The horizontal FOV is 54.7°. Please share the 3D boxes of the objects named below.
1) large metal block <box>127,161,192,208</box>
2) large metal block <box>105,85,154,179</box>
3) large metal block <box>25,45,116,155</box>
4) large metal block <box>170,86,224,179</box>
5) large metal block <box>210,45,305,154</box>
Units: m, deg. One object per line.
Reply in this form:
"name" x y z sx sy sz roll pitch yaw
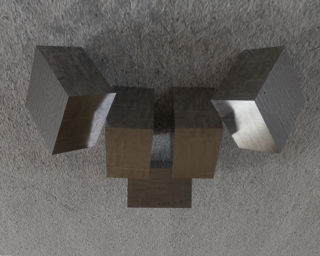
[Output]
"large metal block" -0.001 0.075 0.428 0.081 0.080 0.050 1 91 -1
"large metal block" -0.035 0.005 0.376 0.050 0.080 0.079 4 130 -4
"large metal block" -0.100 -0.031 0.333 0.050 0.080 0.079 -11 142 -41
"large metal block" 0.040 0.005 0.378 0.050 0.080 0.079 1 130 -1
"large metal block" 0.111 -0.031 0.340 0.050 0.080 0.080 6 143 46
